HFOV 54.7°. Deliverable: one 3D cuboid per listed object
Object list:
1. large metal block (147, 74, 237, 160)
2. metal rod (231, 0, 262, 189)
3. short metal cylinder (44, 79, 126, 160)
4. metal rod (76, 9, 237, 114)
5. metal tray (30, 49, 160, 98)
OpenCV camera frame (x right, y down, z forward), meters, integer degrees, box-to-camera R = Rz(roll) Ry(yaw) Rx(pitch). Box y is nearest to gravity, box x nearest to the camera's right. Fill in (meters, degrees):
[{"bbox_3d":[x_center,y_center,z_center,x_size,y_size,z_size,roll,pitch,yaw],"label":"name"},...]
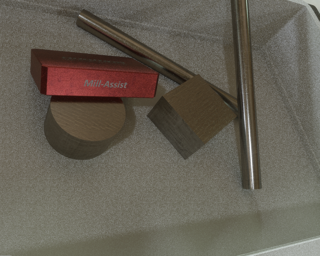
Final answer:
[{"bbox_3d":[0.044,-0.017,0.425,0.080,0.050,0.081,50,51,6],"label":"large metal block"},{"bbox_3d":[0.122,-0.065,0.442,0.025,0.025,0.298,0,84,-29],"label":"metal rod"},{"bbox_3d":[-0.086,-0.010,0.351,0.081,0.050,0.080,14,56,-21],"label":"short metal cylinder"},{"bbox_3d":[0.017,-0.089,0.470,0.301,0.025,0.025,28,52,-11],"label":"metal rod"},{"bbox_3d":[-0.078,-0.065,0.369,0.131,0.030,0.090,-2,24,-29],"label":"metal tray"}]
